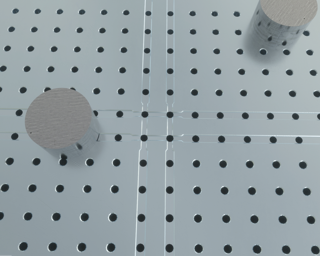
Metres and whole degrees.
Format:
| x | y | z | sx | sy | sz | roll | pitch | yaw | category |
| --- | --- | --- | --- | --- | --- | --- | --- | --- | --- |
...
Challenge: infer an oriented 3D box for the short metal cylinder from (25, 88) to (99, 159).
| x | y | z | sx | sy | sz | roll | pitch | yaw | category |
| --- | --- | --- | --- | --- | --- | --- | --- | --- | --- |
| -0.123 | -0.005 | 0.399 | 0.081 | 0.050 | 0.080 | 0 | 70 | 0 | short metal cylinder |

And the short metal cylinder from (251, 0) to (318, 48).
| x | y | z | sx | sy | sz | roll | pitch | yaw | category |
| --- | --- | --- | --- | --- | --- | --- | --- | --- | --- |
| 0.182 | -0.168 | 0.461 | 0.081 | 0.050 | 0.080 | 0 | 70 | 0 | short metal cylinder |
